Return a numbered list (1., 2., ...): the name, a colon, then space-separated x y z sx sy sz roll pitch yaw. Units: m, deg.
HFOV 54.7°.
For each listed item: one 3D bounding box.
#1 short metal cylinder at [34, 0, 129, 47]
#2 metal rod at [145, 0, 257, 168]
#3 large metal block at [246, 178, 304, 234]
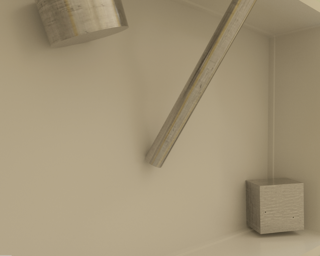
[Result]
1. short metal cylinder: -0.077 -0.115 0.307 0.081 0.080 0.050 -25 107 -37
2. metal rod: 0.062 -0.083 0.373 0.025 0.025 0.298 19 106 -39
3. large metal block: 0.199 0.133 0.540 0.081 0.050 0.079 -2 91 -11
